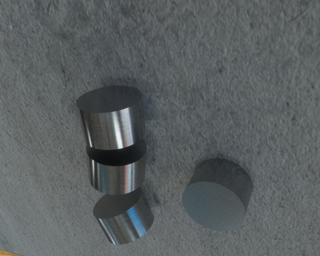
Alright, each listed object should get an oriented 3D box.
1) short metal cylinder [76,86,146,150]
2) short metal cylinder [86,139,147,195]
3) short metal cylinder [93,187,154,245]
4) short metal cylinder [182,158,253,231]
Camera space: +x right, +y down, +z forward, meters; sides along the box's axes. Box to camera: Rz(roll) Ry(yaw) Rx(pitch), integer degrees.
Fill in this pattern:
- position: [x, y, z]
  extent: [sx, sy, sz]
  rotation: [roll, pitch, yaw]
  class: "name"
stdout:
- position: [-0.060, -0.015, 0.392]
  extent: [0.080, 0.080, 0.050]
  rotation: [9, 122, 23]
  class: "short metal cylinder"
- position: [-0.060, 0.046, 0.429]
  extent: [0.080, 0.080, 0.050]
  rotation: [17, 125, 18]
  class: "short metal cylinder"
- position: [-0.056, 0.132, 0.481]
  extent: [0.080, 0.080, 0.050]
  rotation: [-9, 114, 32]
  class: "short metal cylinder"
- position: [0.075, 0.086, 0.404]
  extent: [0.080, 0.050, 0.079]
  rotation: [13, 124, 20]
  class: "short metal cylinder"
